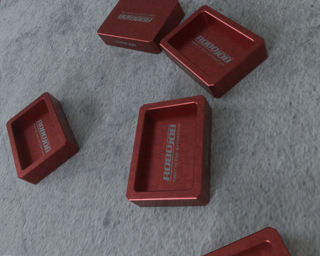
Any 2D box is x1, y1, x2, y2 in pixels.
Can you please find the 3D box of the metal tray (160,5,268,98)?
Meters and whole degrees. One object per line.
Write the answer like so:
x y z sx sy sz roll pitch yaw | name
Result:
0.070 -0.110 0.430 0.090 0.030 0.130 -40 51 0 | metal tray

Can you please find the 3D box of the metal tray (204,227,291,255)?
0.086 0.162 0.255 0.090 0.030 0.130 -28 52 10 | metal tray

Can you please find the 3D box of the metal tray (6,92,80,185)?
-0.189 0.012 0.489 0.090 0.030 0.130 -37 51 2 | metal tray

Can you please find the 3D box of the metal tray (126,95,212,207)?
0.014 0.027 0.375 0.090 0.030 0.130 -7 58 24 | metal tray

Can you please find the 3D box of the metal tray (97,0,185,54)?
-0.035 -0.178 0.526 0.130 0.030 0.090 20 72 35 | metal tray
